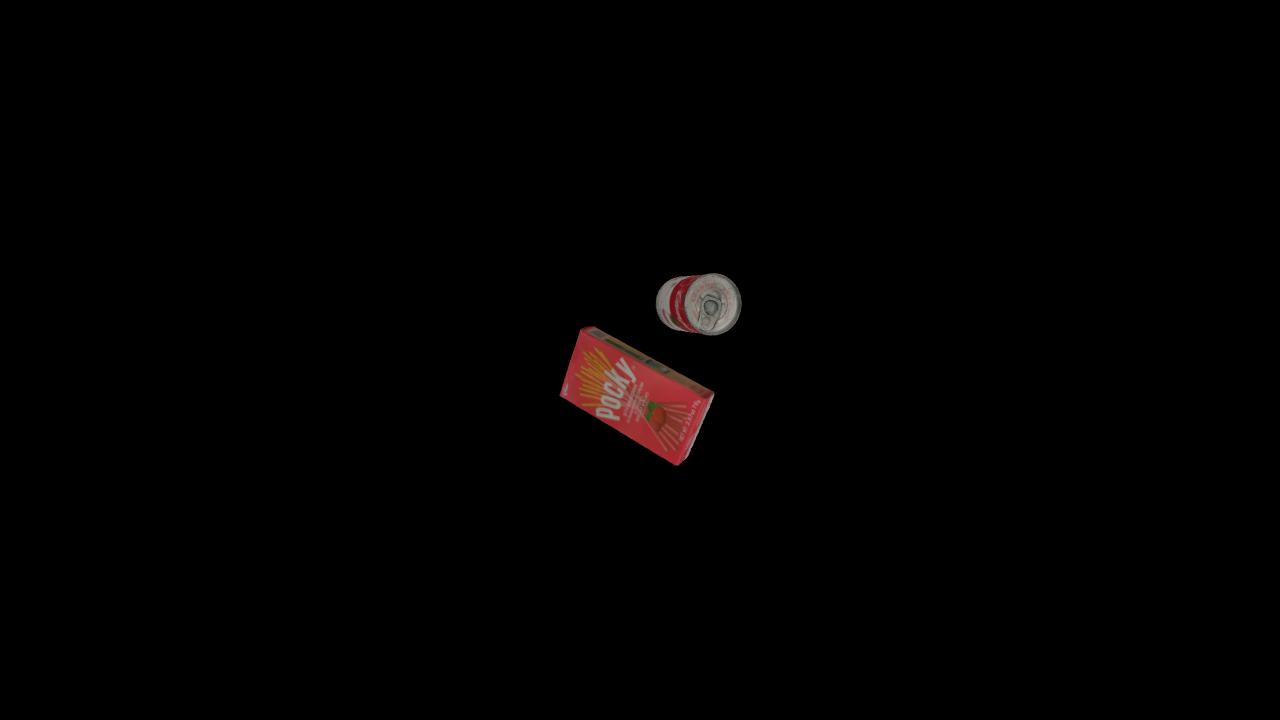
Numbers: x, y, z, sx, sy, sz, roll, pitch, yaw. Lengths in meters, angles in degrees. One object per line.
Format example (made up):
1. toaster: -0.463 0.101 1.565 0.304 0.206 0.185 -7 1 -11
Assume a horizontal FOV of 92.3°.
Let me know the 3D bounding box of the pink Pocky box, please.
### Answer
1. pink Pocky box: -0.007 0.035 0.636 0.155 0.084 0.029 29 25 19

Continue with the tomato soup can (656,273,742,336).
1. tomato soup can: 0.064 -0.065 0.707 0.068 0.068 0.101 0 6 -18
